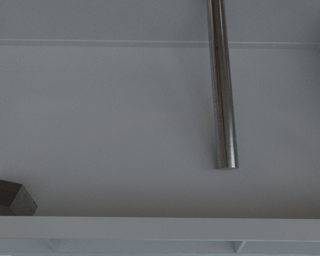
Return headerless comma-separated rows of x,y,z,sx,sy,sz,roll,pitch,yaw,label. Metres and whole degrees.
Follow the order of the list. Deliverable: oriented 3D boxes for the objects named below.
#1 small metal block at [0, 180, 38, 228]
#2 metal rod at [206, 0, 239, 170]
-0.164,0.077,0.322,0.050,0.050,0.025,10,51,8,small metal block
0.078,-0.096,0.406,0.025,0.025,0.299,-1,75,-1,metal rod
